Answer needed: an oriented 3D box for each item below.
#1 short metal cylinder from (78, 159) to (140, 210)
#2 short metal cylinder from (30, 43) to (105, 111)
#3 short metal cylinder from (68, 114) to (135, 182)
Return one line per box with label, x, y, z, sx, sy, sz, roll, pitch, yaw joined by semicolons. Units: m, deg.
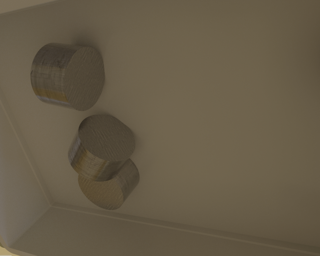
short metal cylinder;-0.079;0.080;0.484;0.080;0.050;0.079;13;124;21
short metal cylinder;-0.114;-0.065;0.393;0.050;0.080;0.079;12;124;21
short metal cylinder;-0.081;0.027;0.433;0.080;0.080;0.050;38;129;2
